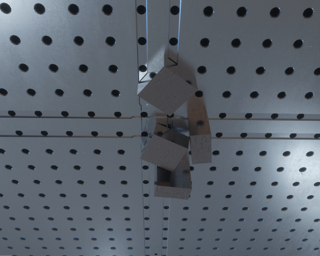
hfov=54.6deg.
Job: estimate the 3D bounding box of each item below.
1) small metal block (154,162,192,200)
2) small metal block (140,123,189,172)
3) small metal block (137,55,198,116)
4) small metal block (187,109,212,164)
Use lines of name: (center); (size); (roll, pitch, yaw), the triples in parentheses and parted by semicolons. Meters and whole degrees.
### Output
small metal block: (0.018, 0.076, 0.460); (0.050, 0.050, 0.025); (7, 130, -6)
small metal block: (0.007, 0.028, 0.430); (0.050, 0.025, 0.050); (23, 127, -7)
small metal block: (0.008, -0.049, 0.370); (0.050, 0.025, 0.050); (31, 123, -24)
small metal block: (0.051, 0.011, 0.405); (0.025, 0.050, 0.050); (-5, 130, 4)
